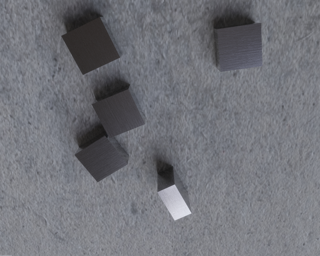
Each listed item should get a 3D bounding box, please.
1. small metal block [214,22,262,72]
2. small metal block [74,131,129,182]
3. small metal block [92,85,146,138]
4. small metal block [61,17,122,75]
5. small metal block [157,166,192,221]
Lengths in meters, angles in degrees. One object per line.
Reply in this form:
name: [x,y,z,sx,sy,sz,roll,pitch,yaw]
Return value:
small metal block: [0.094,-0.098,0.375,0.050,0.025,0.050,-8,110,2]
small metal block: [-0.078,0.038,0.423,0.050,0.025,0.050,-32,107,10]
small metal block: [-0.052,-0.021,0.401,0.050,0.025,0.050,-22,109,7]
small metal block: [-0.080,-0.099,0.372,0.050,0.025,0.050,-23,109,8]
small metal block: [0.019,0.090,0.430,0.025,0.050,0.050,-26,108,9]
